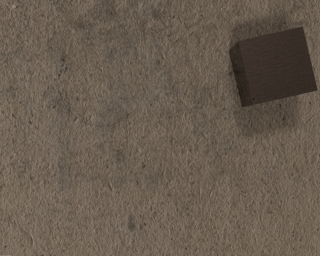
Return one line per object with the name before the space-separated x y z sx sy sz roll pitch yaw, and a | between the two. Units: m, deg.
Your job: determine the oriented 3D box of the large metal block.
large metal block | 0.143 -0.076 0.399 0.080 0.050 0.080 -13 90 -1
